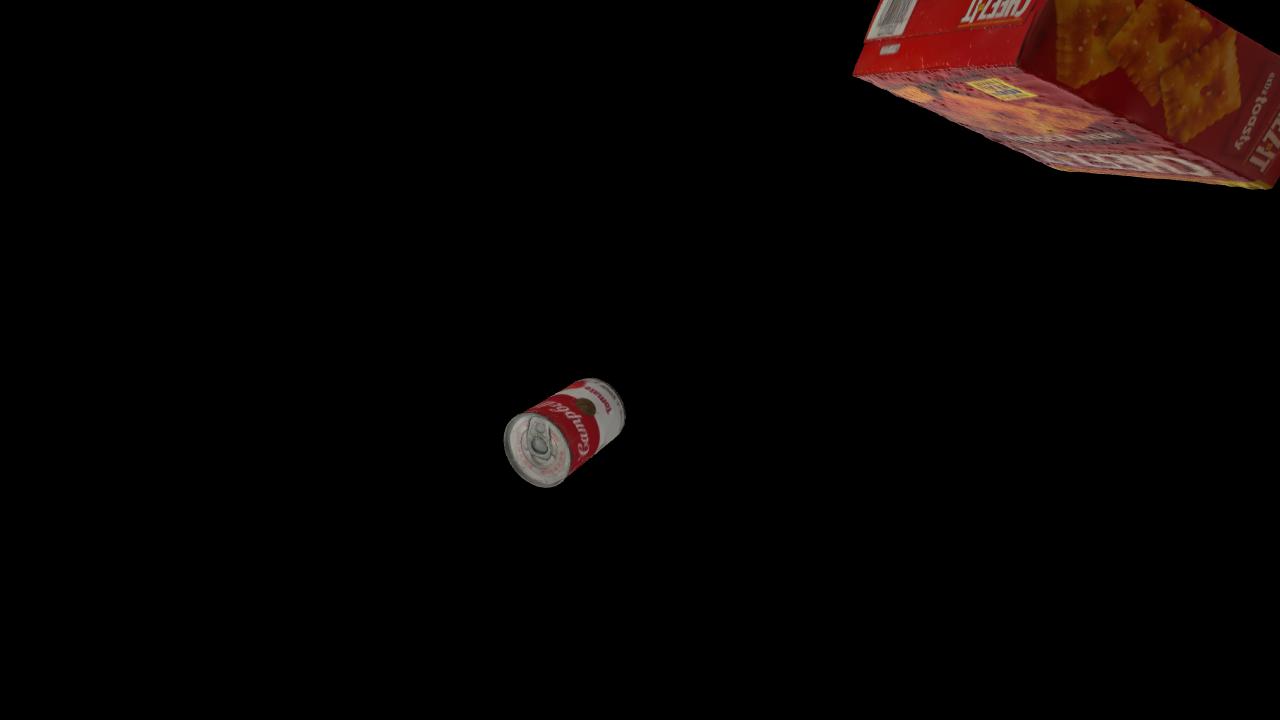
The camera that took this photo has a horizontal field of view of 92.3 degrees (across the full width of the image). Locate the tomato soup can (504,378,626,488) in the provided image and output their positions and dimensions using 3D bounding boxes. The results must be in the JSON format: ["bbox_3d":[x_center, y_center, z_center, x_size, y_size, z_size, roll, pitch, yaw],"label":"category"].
[{"bbox_3d":[-0.063,0.062,0.550,0.068,0.068,0.101,0,16,28],"label":"tomato soup can"}]

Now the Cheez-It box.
[{"bbox_3d":[0.284,-0.185,0.412,0.223,0.071,0.166,13,19,-18],"label":"Cheez-It box"}]
